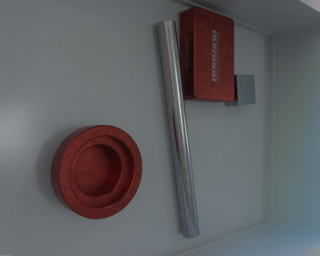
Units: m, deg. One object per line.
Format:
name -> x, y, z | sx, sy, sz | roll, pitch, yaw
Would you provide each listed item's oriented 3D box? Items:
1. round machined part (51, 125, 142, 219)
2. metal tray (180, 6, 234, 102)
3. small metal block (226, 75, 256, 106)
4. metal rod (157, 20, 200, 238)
round machined part -> -0.071, 0.046, 0.338 | 0.099, 0.042, 0.097 | 0, 90, -40
metal tray -> 0.072, -0.105, 0.466 | 0.091, 0.030, 0.129 | 0, 90, -40
small metal block -> 0.136, -0.064, 0.523 | 0.050, 0.025, 0.050 | -8, 95, -40
metal rod -> 0.026, 0.006, 0.430 | 0.025, 0.025, 0.298 | -12, 98, -40
